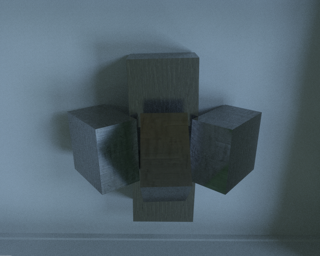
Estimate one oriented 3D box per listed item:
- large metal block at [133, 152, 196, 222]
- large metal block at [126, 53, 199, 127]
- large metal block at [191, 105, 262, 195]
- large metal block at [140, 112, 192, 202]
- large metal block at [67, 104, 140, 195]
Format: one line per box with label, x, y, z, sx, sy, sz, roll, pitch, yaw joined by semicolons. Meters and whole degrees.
large metal block;0.005;0.080;0.426;0.081;0.050;0.079;1;110;-1
large metal block;0.004;-0.048;0.376;0.080;0.050;0.079;-1;110;0
large metal block;0.081;0.022;0.382;0.050;0.081;0.079;17;116;35
large metal block;0.005;0.036;0.351;0.050;0.080;0.080;-1;66;-1
large metal block;-0.070;0.022;0.380;0.050;0.080;0.079;-16;115;-33
